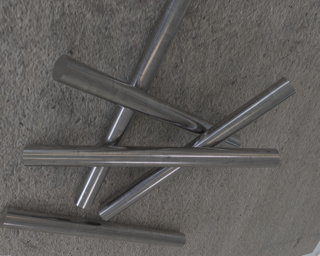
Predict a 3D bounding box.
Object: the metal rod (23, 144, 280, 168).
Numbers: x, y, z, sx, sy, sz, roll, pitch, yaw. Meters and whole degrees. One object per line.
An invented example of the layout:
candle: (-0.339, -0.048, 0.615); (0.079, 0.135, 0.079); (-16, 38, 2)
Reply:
metal rod: (-0.001, 0.035, 0.373); (0.302, 0.025, 0.025); (2, 119, -10)

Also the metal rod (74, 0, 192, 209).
metal rod: (-0.036, -0.028, 0.369); (0.025, 0.025, 0.298); (16, 110, -35)

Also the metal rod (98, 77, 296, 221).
metal rod: (0.040, 0.034, 0.409); (0.300, 0.025, 0.025); (-36, 130, 11)

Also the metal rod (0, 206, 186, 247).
metal rod: (-0.075, 0.152, 0.459); (0.302, 0.025, 0.025); (22, 106, -37)

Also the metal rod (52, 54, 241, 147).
metal rod: (0.013, -0.016, 0.378); (0.302, 0.025, 0.025); (20, 108, -44)
